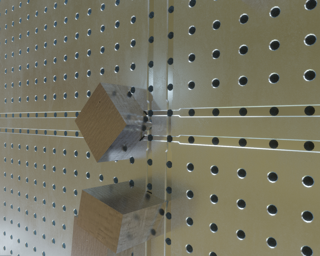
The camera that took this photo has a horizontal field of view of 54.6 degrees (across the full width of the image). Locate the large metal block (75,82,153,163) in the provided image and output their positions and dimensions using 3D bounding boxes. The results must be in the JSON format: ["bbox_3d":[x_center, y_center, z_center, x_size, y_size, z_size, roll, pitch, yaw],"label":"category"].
[{"bbox_3d":[-0.070,-0.008,0.452,0.080,0.050,0.080,-49,61,29],"label":"large metal block"}]

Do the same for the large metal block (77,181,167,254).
[{"bbox_3d":[-0.051,0.115,0.417,0.080,0.081,0.050,18,101,39],"label":"large metal block"}]

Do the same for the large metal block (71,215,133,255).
[{"bbox_3d":[-0.087,0.178,0.467,0.080,0.050,0.080,10,97,39],"label":"large metal block"}]
